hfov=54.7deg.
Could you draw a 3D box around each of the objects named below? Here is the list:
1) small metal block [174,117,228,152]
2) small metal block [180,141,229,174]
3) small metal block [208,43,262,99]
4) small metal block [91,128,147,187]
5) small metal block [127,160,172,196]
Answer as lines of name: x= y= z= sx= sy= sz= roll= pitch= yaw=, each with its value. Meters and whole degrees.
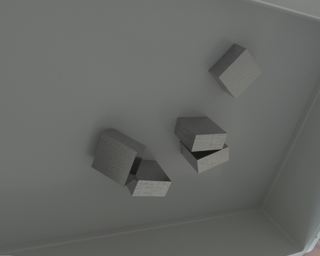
small metal block: x=0.055 y=0.007 z=0.427 sx=0.050 sy=0.050 sz=0.025 roll=-2 pitch=120 yaw=-28
small metal block: x=0.064 y=0.033 z=0.447 sx=0.050 sy=0.050 sz=0.025 roll=-21 pitch=127 yaw=-16
small metal block: x=0.101 y=-0.076 z=0.417 sx=0.050 sy=0.025 sz=0.050 roll=-46 pitch=129 yaw=4
small metal block: x=-0.051 y=0.036 z=0.383 sx=0.025 sy=0.050 sz=0.050 roll=-26 pitch=141 yaw=-64
small metal block: x=-0.020 y=0.067 z=0.423 sx=0.050 sy=0.050 sz=0.025 roll=9 pitch=114 yaw=-32
